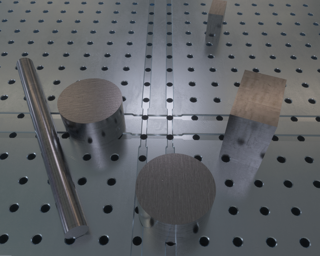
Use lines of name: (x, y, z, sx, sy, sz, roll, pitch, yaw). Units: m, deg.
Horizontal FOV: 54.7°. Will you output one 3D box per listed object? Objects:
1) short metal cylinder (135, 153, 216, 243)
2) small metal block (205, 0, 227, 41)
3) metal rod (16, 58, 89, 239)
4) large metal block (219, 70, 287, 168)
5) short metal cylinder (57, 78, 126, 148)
short metal cylinder: (0.016, 0.074, 0.329, 0.081, 0.050, 0.080, 0, 50, 0)
small metal block: (0.101, -0.193, 0.555, 0.025, 0.050, 0.050, 12, 51, 10)
metal rod: (-0.149, 0.003, 0.403, 0.025, 0.025, 0.300, -20, 53, -16)
large metal block: (0.113, -0.011, 0.382, 0.050, 0.080, 0.080, 17, 52, 13)
short metal cylinder: (-0.088, -0.020, 0.408, 0.081, 0.050, 0.080, 0, 50, 0)
